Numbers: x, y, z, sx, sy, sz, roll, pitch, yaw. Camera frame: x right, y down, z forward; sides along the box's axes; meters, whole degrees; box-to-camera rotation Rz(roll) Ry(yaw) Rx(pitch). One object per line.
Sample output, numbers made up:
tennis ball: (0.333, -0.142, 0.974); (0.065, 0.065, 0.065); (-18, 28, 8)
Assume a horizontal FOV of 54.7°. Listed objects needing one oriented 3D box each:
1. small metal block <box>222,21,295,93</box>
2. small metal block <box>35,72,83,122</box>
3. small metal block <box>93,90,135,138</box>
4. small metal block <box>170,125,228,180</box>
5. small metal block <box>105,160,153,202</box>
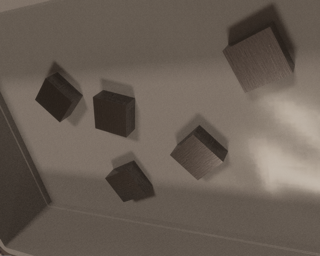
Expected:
small metal block: (0.100, -0.070, 0.312); (0.050, 0.025, 0.050); (-22, 107, 36)
small metal block: (-0.150, -0.045, 0.457); (0.050, 0.025, 0.050); (43, 129, -2)
small metal block: (-0.063, -0.020, 0.428); (0.050, 0.025, 0.050); (16, 125, 19)
small metal block: (0.050, 0.033, 0.401); (0.050, 0.025, 0.050); (43, 129, -2)
small metal block: (-0.049, 0.084, 0.485); (0.050, 0.025, 0.050); (-26, 105, 36)
